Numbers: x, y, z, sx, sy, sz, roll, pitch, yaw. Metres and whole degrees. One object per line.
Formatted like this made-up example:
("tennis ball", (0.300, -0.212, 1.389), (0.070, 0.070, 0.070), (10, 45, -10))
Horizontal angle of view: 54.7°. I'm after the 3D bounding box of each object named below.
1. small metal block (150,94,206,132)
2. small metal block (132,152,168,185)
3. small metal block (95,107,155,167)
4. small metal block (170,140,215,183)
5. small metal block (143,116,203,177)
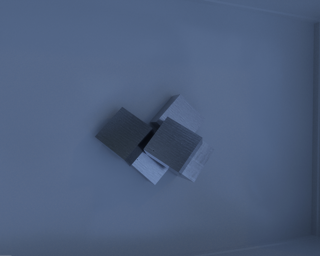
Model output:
("small metal block", (0.024, -0.010, 0.419), (0.050, 0.025, 0.050), (44, 76, -15))
("small metal block", (-0.012, 0.038, 0.405), (0.050, 0.025, 0.050), (44, 76, -15))
("small metal block", (-0.042, 0.010, 0.381), (0.050, 0.025, 0.050), (35, 76, 22))
("small metal block", (0.038, 0.040, 0.411), (0.025, 0.050, 0.050), (37, 78, -17))
("small metal block", (0.017, 0.022, 0.377), (0.050, 0.025, 0.050), (32, 77, 17))
